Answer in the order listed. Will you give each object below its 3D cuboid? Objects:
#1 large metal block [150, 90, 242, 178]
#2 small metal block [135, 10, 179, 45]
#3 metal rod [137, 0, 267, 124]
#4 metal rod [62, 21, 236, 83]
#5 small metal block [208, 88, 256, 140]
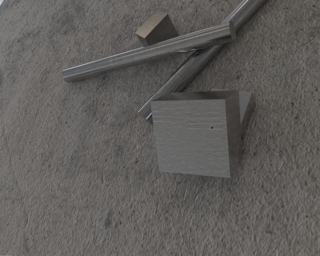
[{"bbox_3d":[0.042,0.004,0.337,0.080,0.050,0.079,1,106,28],"label":"large metal block"},{"bbox_3d":[-0.003,-0.143,0.477,0.050,0.050,0.025,-48,51,-6],"label":"small metal block"},{"bbox_3d":[0.080,-0.123,0.437,0.300,0.025,0.025,-47,51,-5],"label":"metal rod"},{"bbox_3d":[-0.036,-0.107,0.468,0.300,0.025,0.025,-7,59,31],"label":"metal rod"},{"bbox_3d":[0.081,-0.018,0.372,0.050,0.025,0.050,11,67,32],"label":"small metal block"}]
